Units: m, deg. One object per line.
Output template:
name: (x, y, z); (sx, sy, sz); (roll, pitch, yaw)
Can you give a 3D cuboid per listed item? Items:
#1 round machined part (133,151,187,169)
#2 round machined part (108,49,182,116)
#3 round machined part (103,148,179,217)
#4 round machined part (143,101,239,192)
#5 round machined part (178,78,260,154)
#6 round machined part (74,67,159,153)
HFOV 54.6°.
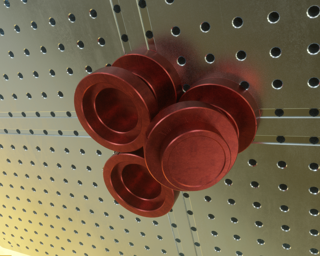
round machined part: (-0.002, 0.042, 0.428); (0.098, 0.042, 0.097); (13, 124, 21)
round machined part: (-0.025, -0.045, 0.388); (0.098, 0.042, 0.097); (13, 124, 21)
round machined part: (-0.020, 0.062, 0.395); (0.098, 0.042, 0.097); (13, 124, 21)
round machined part: (0.033, 0.025, 0.316); (0.099, 0.042, 0.097); (-3, 114, -6)
round machined part: (0.063, -0.006, 0.364); (0.098, 0.042, 0.097); (13, 124, 21)
round machined part: (-0.045, -0.024, 0.355); (0.098, 0.042, 0.097); (13, 124, 21)
